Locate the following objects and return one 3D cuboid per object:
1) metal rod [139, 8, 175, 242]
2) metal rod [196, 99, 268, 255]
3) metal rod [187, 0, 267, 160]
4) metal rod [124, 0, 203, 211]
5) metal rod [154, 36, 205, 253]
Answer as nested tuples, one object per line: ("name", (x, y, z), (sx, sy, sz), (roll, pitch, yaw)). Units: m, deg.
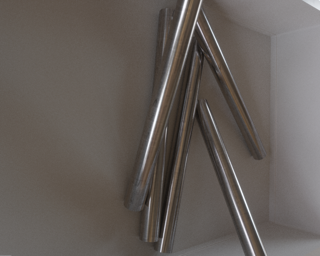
("metal rod", (-0.001, -0.007, 0.405), (0.025, 0.025, 0.298), (8, 85, -40))
("metal rod", (0.097, 0.094, 0.395), (0.025, 0.025, 0.299), (7, 56, -40))
("metal rod", (0.109, -0.055, 0.475), (0.025, 0.025, 0.299), (-53, 128, -26))
("metal rod", (0.006, -0.041, 0.337), (0.025, 0.025, 0.298), (0, 113, -40))
("metal rod", (0.031, 0.017, 0.431), (0.025, 0.025, 0.299), (17, 79, -39))
